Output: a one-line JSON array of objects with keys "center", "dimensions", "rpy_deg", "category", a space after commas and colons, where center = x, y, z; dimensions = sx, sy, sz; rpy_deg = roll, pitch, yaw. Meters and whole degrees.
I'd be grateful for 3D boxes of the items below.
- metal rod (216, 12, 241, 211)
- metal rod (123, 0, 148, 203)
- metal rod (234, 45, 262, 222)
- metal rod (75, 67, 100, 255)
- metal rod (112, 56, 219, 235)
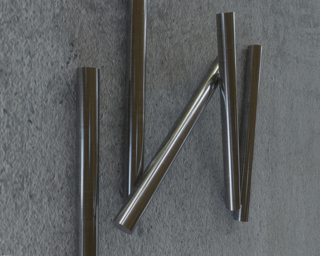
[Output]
[{"center": [0.104, -0.014, 0.463], "dimensions": [0.025, 0.025, 0.298], "rpy_deg": [-20, 111, -38], "category": "metal rod"}, {"center": [-0.030, -0.055, 0.379], "dimensions": [0.025, 0.025, 0.298], "rpy_deg": [2, 89, -40], "category": "metal rod"}, {"center": [0.151, 0.006, 0.531], "dimensions": [0.025, 0.025, 0.298], "rpy_deg": [10, 84, -40], "category": "metal rod"}, {"center": [-0.079, 0.085, 0.338], "dimensions": [0.025, 0.025, 0.298], "rpy_deg": [0, 90, -40], "category": "metal rod"}, {"center": [0.030, 0.000, 0.408], "dimensions": [0.025, 0.025, 0.301], "rpy_deg": [52, 53, -27], "category": "metal rod"}]
